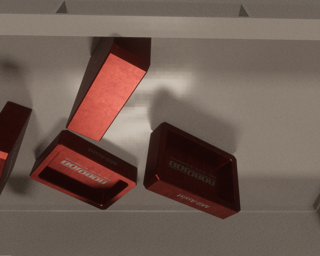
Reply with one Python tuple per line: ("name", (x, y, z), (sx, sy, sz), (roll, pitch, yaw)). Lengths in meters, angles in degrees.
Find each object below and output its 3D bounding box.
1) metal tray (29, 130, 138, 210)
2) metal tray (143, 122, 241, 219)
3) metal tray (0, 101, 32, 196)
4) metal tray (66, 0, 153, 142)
("metal tray", (-0.110, 0.067, 0.461), (0.130, 0.030, 0.090), (33, 123, -25))
("metal tray", (0.046, 0.057, 0.413), (0.131, 0.090, 0.030), (26, 136, -21))
("metal tray", (-0.207, 0.041, 0.397), (0.030, 0.090, 0.129), (22, 127, -18))
("metal tray", (-0.043, -0.062, 0.287), (0.030, 0.130, 0.090), (26, 125, -20))
